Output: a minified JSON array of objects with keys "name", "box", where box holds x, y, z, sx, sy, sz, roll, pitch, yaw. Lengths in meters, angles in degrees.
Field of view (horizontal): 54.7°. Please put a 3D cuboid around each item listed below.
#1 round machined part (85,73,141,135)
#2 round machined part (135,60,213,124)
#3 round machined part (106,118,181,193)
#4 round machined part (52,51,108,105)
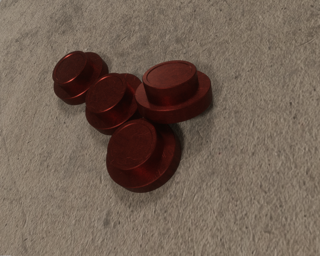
[{"name":"round machined part","box":[-0.069,-0.042,0.453,0.098,0.042,0.098,-13,56,20]},{"name":"round machined part","box":[0.015,-0.052,0.394,0.098,0.042,0.098,-9,38,7]},{"name":"round machined part","box":[-0.026,0.028,0.388,0.098,0.042,0.098,-13,56,20]},{"name":"round machined part","box":[-0.140,-0.090,0.519,0.098,0.042,0.098,-13,56,20]}]
